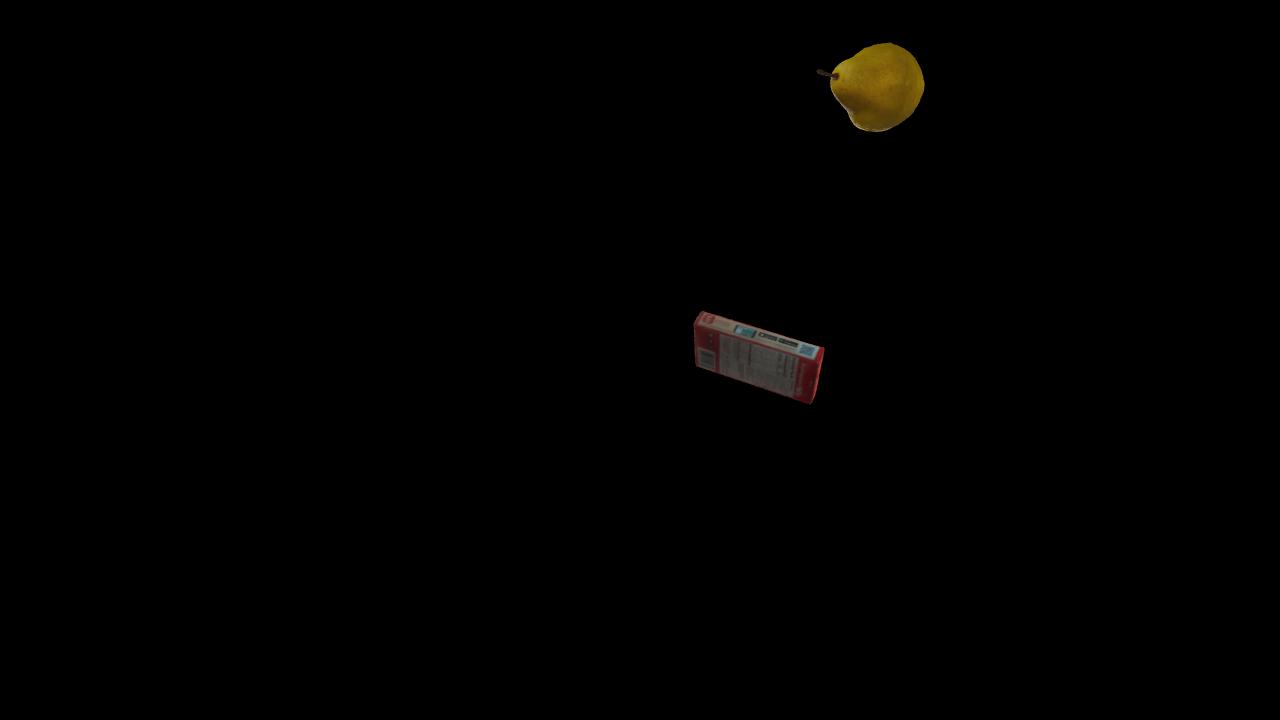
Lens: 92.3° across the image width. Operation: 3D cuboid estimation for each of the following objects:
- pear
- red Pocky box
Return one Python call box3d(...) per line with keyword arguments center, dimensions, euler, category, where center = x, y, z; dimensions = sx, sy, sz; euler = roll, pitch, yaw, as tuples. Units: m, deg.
box3d(center=(0.213, -0.256, 0.575), dimensions=(0.111, 0.080, 0.080), euler=(-15, 9, -36), category="pear")
box3d(center=(0.140, -0.003, 0.742), dimensions=(0.155, 0.028, 0.083), euler=(19, -36, 21), category="red Pocky box")
